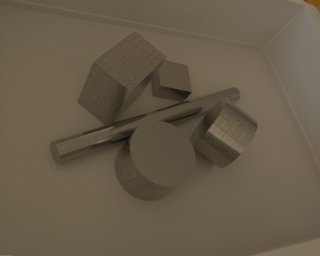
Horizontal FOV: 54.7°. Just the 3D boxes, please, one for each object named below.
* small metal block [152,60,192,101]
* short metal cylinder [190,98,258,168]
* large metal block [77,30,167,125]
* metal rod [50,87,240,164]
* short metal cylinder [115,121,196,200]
[{"bbox_3d":[0.016,-0.071,0.457,0.050,0.025,0.050,8,58,-24],"label":"small metal block"},{"bbox_3d":[0.082,0.006,0.412,0.050,0.080,0.080,37,51,-4],"label":"short metal cylinder"},{"bbox_3d":[-0.048,-0.060,0.381,0.050,0.080,0.080,40,51,-2],"label":"large metal block"},{"bbox_3d":[0.005,-0.014,0.417,0.302,0.025,0.025,-19,72,-36],"label":"metal rod"},{"bbox_3d":[-0.006,0.038,0.362,0.081,0.050,0.080,14,56,-21],"label":"short metal cylinder"}]
